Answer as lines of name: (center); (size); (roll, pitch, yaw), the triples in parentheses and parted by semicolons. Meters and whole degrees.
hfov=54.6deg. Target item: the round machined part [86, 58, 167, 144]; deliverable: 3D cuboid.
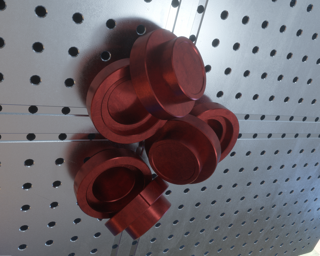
round machined part: (-0.036, -0.034, 0.358); (0.099, 0.042, 0.097); (-14, 124, -21)

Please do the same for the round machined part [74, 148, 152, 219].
round machined part: (-0.063, 0.067, 0.406); (0.099, 0.042, 0.097); (-14, 124, -21)

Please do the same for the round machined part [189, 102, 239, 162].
round machined part: (0.058, 0.007, 0.435); (0.099, 0.042, 0.097); (-14, 124, -21)

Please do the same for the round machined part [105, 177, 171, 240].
round machined part: (-0.023, 0.111, 0.418); (0.098, 0.098, 0.042); (-42, 85, -4)

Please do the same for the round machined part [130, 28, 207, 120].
round machined part: (0.016, -0.060, 0.335); (0.098, 0.042, 0.098); (18, 67, -51)

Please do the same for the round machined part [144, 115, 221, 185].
round machined part: (0.024, 0.033, 0.394); (0.042, 0.098, 0.097); (-51, 148, -52)
